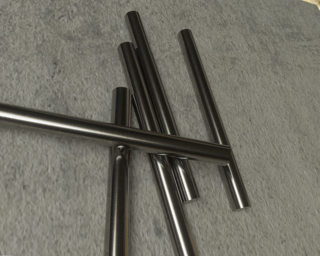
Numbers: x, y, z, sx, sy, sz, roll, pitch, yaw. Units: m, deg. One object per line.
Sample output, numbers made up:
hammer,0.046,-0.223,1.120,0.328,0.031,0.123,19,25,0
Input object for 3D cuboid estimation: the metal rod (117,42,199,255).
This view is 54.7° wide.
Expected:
metal rod,-0.009,0.015,0.391,0.025,0.025,0.299,-3,63,-30

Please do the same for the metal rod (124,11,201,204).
metal rod,-0.003,-0.044,0.430,0.025,0.025,0.299,-3,63,-30

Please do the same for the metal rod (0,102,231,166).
metal rod,-0.066,0.005,0.338,0.302,0.025,0.025,11,57,-13

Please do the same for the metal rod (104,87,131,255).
metal rod,-0.045,0.083,0.330,0.025,0.025,0.299,12,57,-22

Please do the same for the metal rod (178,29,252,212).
metal rod,0.074,-0.027,0.462,0.025,0.025,0.299,1,61,-28
